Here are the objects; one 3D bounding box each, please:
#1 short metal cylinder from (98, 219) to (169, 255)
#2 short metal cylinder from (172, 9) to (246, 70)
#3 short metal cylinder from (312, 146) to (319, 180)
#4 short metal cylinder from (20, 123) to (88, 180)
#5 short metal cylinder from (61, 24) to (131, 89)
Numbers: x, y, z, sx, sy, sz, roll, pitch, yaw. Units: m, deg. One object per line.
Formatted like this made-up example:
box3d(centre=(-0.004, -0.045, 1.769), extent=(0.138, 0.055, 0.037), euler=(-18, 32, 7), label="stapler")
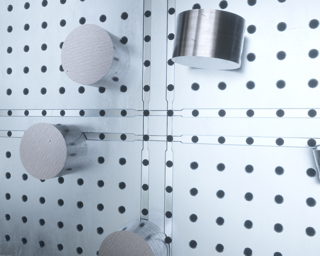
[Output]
box3d(centre=(-0.034, 0.168, 0.411), extent=(0.080, 0.050, 0.079), euler=(0, 90, 20), label="short metal cylinder")
box3d(centre=(0.057, -0.101, 0.363), extent=(0.080, 0.080, 0.050), euler=(8, 93, 20), label="short metal cylinder")
box3d(centre=(0.203, 0.038, 0.312), extent=(0.080, 0.080, 0.050), euler=(-13, 86, 19), label="short metal cylinder")
box3d(centre=(-0.155, 0.032, 0.454), extent=(0.080, 0.050, 0.080), euler=(0, 90, 20), label="short metal cylinder")
box3d(centre=(-0.088, -0.097, 0.430), extent=(0.080, 0.050, 0.079), euler=(0, 90, 20), label="short metal cylinder")
